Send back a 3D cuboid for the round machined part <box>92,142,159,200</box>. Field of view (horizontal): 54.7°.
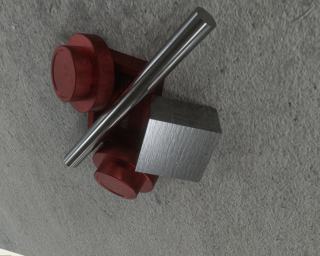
[{"bbox_3d":[-0.055,0.067,0.445,0.098,0.042,0.098,20,148,14],"label":"round machined part"}]

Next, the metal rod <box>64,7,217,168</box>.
[{"bbox_3d":[-0.046,-0.026,0.378,0.025,0.025,0.299,46,129,-4],"label":"metal rod"}]

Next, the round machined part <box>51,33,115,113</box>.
[{"bbox_3d":[-0.101,-0.067,0.383,0.098,0.042,0.097,12,106,47],"label":"round machined part"}]

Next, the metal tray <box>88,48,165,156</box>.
[{"bbox_3d":[-0.049,-0.030,0.412,0.090,0.030,0.129,22,127,14],"label":"metal tray"}]

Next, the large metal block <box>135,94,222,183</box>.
[{"bbox_3d":[0.019,0.014,0.372,0.081,0.050,0.079,12,127,-8],"label":"large metal block"}]
